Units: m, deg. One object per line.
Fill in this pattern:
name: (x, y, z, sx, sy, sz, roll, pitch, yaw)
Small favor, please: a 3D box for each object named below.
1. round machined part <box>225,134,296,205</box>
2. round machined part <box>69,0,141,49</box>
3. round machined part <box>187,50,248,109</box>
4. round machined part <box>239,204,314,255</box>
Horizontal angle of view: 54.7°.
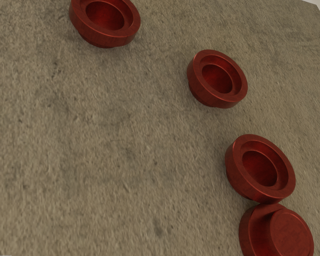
round machined part: (0.131, 0.060, 0.423, 0.099, 0.042, 0.098, 15, 48, -17)
round machined part: (-0.081, -0.154, 0.444, 0.099, 0.042, 0.098, 14, 56, -21)
round machined part: (0.084, -0.071, 0.484, 0.099, 0.042, 0.098, 14, 56, -21)
round machined part: (0.153, 0.141, 0.392, 0.099, 0.042, 0.098, 14, 56, -21)
